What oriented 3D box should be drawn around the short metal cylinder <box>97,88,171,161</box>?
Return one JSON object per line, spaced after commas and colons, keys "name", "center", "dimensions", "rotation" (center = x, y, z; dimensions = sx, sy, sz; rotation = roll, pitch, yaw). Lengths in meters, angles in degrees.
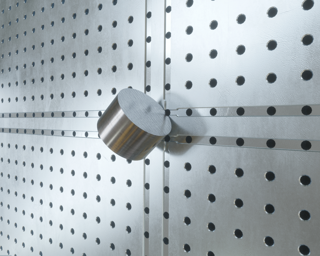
{"name": "short metal cylinder", "center": [-0.033, -0.005, 0.398], "dimensions": [0.050, 0.081, 0.080], "rotation": [-48, 62, 29]}
